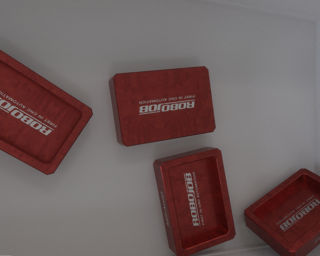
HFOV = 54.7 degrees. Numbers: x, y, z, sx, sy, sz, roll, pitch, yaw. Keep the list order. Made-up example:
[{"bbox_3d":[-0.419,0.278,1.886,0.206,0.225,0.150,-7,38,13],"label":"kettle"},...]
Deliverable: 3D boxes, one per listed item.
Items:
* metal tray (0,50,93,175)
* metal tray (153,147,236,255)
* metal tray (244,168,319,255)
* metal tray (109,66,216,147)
[{"bbox_3d":[-0.156,-0.017,0.350,0.130,0.030,0.090,34,79,-17],"label":"metal tray"},{"bbox_3d":[0.048,0.098,0.425,0.091,0.030,0.129,-12,94,-20],"label":"metal tray"},{"bbox_3d":[0.200,0.121,0.447,0.131,0.090,0.030,-29,125,-18],"label":"metal tray"},{"bbox_3d":[0.005,-0.030,0.409,0.131,0.030,0.089,-9,93,-20],"label":"metal tray"}]
